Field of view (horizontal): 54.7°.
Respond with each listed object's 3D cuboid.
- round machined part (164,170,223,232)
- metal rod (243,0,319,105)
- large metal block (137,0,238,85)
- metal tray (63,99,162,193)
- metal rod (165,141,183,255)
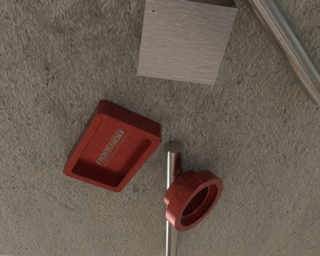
[{"bbox_3d":[0.045,0.103,0.463,0.099,0.042,0.097,-28,137,-29],"label":"round machined part"},{"bbox_3d":[0.099,-0.123,0.303,0.025,0.025,0.300,-34,123,25],"label":"metal rod"},{"bbox_3d":[0.022,-0.095,0.310,0.081,0.050,0.079,6,130,-6],"label":"large metal block"},{"bbox_3d":[-0.067,0.031,0.428,0.090,0.030,0.129,24,126,-20],"label":"metal tray"},{"bbox_3d":[0.021,0.139,0.526,0.025,0.025,0.298,-1,130,0],"label":"metal rod"}]
